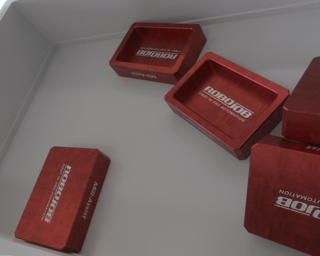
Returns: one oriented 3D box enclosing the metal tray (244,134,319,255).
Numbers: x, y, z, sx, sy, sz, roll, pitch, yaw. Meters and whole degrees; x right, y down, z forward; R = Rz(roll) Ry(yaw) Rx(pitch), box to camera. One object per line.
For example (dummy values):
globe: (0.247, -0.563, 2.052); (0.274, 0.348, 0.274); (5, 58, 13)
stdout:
metal tray: (0.141, 0.062, 0.256); (0.130, 0.030, 0.089); (12, 111, 33)

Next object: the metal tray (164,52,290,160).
metal tray: (0.079, -0.032, 0.380); (0.090, 0.030, 0.130); (-47, 51, -5)

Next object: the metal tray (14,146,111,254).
metal tray: (-0.128, 0.091, 0.414); (0.090, 0.030, 0.130); (1, 62, 28)

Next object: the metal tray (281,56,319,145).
metal tray: (0.177, -0.028, 0.287); (0.090, 0.030, 0.131); (11, 37, 33)

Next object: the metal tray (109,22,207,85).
metal tray: (-0.005, -0.118, 0.477); (0.130, 0.030, 0.090); (15, 69, 34)
